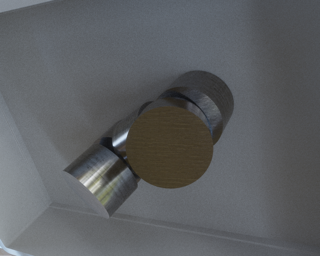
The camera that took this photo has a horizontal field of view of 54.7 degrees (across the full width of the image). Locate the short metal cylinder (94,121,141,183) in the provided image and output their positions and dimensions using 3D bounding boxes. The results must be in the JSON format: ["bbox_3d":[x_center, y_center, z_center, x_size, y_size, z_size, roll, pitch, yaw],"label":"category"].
[{"bbox_3d":[-0.049,0.035,0.436,0.080,0.050,0.079,13,124,20],"label":"short metal cylinder"}]

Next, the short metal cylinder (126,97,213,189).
[{"bbox_3d":[0.011,0.013,0.307,0.080,0.050,0.079,1,105,5],"label":"short metal cylinder"}]

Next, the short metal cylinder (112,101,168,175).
[{"bbox_3d":[-0.011,0.014,0.384,0.050,0.080,0.080,-33,100,38],"label":"short metal cylinder"}]

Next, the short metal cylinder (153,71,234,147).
[{"bbox_3d":[0.039,-0.020,0.357,0.080,0.050,0.079,13,124,20],"label":"short metal cylinder"}]

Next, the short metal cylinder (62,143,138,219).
[{"bbox_3d":[-0.075,0.066,0.385,0.080,0.050,0.080,32,150,22],"label":"short metal cylinder"}]
